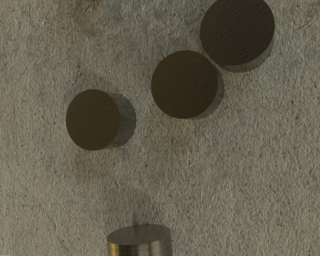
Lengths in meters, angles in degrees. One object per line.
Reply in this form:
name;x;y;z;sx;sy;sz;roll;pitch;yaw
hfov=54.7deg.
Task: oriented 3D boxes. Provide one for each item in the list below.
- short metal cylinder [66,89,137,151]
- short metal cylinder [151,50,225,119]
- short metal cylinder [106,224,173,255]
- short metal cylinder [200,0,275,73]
short metal cylinder;-0.079;-0.010;0.424;0.080;0.050;0.080;0;90;20
short metal cylinder;0.036;-0.051;0.383;0.080;0.050;0.080;0;90;20
short metal cylinder;-0.024;0.157;0.388;0.080;0.080;0.050;-6;88;20
short metal cylinder;0.092;-0.109;0.363;0.080;0.050;0.080;0;90;20
